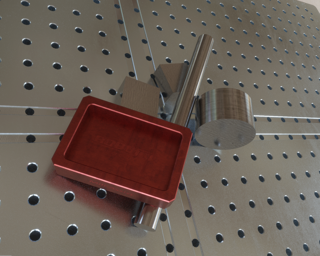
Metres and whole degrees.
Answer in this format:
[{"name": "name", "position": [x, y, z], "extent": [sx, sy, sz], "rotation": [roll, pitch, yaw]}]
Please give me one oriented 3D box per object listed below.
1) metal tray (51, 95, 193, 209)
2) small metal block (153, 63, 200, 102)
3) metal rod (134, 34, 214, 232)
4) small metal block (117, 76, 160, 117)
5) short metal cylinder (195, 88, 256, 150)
[{"name": "metal tray", "position": [-0.038, 0.025, 0.343], "extent": [0.131, 0.030, 0.090], "rotation": [18, 60, -1]}, {"name": "small metal block", "position": [0.025, -0.069, 0.465], "extent": [0.050, 0.025, 0.050], "rotation": [-11, 67, -33]}, {"name": "metal rod", "position": [0.028, -0.015, 0.410], "extent": [0.025, 0.025, 0.300], "rotation": [27, 59, -12]}, {"name": "small metal block", "position": [-0.030, -0.035, 0.415], "extent": [0.050, 0.025, 0.050], "rotation": [18, 55, -18]}, {"name": "short metal cylinder", "position": [0.089, -0.011, 0.429], "extent": [0.081, 0.080, 0.050], "rotation": [17, 55, -19]}]
